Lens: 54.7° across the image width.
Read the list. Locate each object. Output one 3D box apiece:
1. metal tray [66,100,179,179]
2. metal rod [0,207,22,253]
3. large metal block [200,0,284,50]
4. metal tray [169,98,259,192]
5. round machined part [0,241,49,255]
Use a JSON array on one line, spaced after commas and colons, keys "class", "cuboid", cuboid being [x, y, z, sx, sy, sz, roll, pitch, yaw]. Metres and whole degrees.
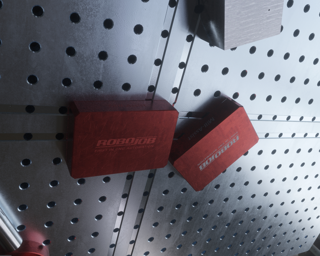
[{"class": "metal tray", "cuboid": [-0.047, 0.012, 0.391, 0.131, 0.030, 0.089, -3, 120, -27]}, {"class": "metal rod", "cuboid": [-0.214, 0.031, 0.313, 0.025, 0.025, 0.298, -23, 127, -15]}, {"class": "large metal block", "cuboid": [0.094, -0.145, 0.359, 0.081, 0.050, 0.079, -20, 126, -17]}, {"class": "metal tray", "cuboid": [0.081, 0.028, 0.472, 0.130, 0.030, 0.090, -40, 130, -1]}, {"class": "round machined part", "cuboid": [-0.198, 0.204, 0.419, 0.099, 0.042, 0.097, -14, 125, -21]}]
